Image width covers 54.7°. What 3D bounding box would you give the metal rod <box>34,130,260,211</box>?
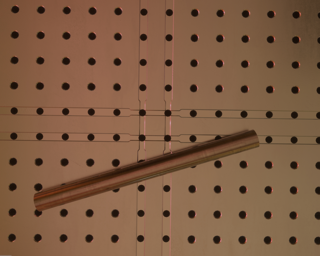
[{"bbox_3d":[-0.017,0.056,0.413,0.302,0.025,0.025,-16,90,-1],"label":"metal rod"}]
